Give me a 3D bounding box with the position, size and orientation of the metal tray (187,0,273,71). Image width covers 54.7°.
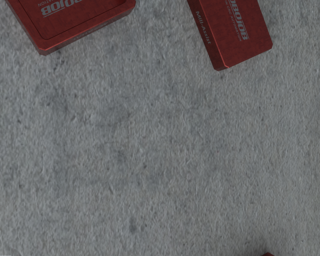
[{"bbox_3d":[0.099,-0.158,0.444,0.091,0.030,0.129,-26,99,-18],"label":"metal tray"}]

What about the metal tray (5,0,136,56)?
[{"bbox_3d":[-0.106,-0.155,0.367,0.131,0.030,0.090,-33,101,-17],"label":"metal tray"}]

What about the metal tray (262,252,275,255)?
[{"bbox_3d":[0.133,0.256,0.458,0.131,0.030,0.089,-19,97,-20],"label":"metal tray"}]
